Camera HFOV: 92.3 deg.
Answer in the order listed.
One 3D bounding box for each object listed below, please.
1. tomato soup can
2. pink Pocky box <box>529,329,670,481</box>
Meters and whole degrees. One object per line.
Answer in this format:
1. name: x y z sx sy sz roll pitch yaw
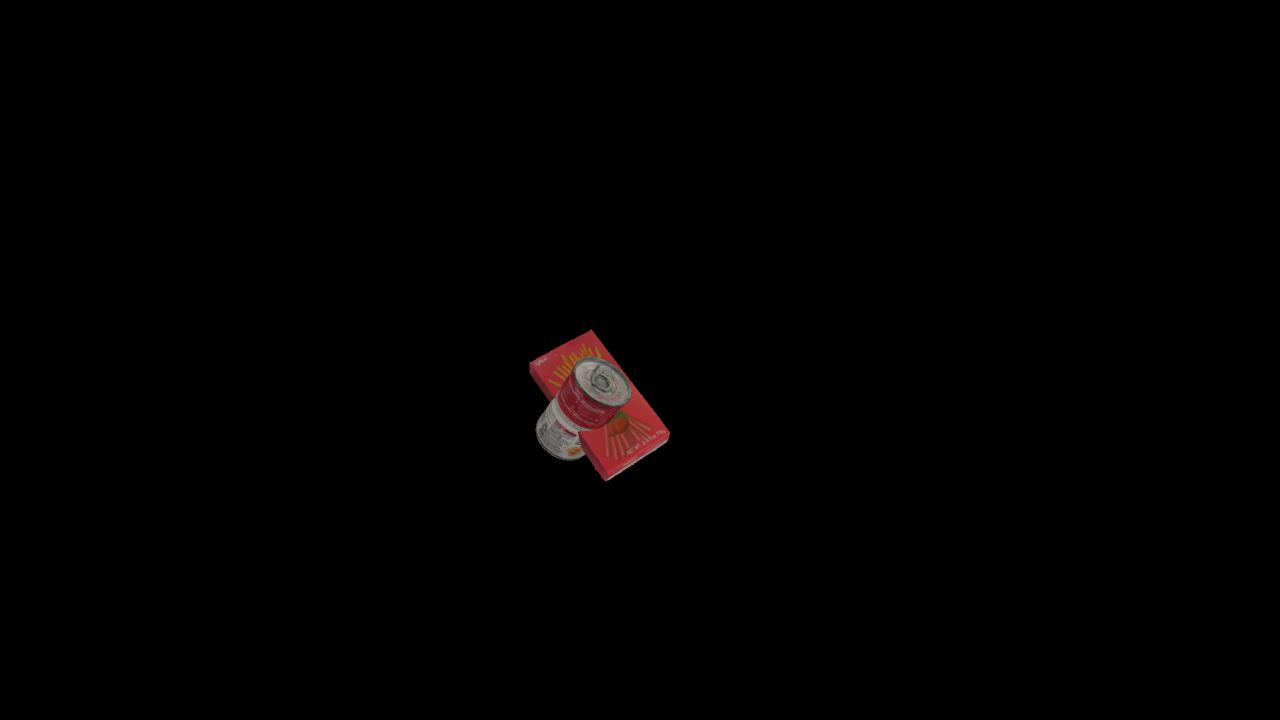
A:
1. tomato soup can: -0.063 0.055 0.664 0.068 0.068 0.101 0 -42 -42
2. pink Pocky box: -0.046 0.046 0.671 0.084 0.155 0.029 -30 -21 -22
